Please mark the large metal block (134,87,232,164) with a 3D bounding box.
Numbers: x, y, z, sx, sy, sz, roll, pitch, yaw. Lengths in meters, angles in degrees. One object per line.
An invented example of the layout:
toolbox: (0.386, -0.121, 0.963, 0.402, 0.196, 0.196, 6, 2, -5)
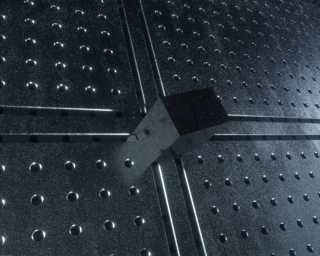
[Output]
large metal block: (0.026, -0.003, 0.388, 0.081, 0.080, 0.050, -15, 70, -34)
